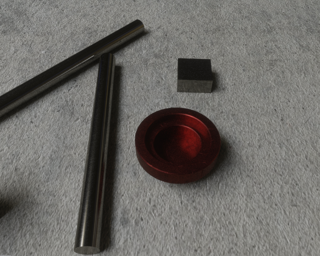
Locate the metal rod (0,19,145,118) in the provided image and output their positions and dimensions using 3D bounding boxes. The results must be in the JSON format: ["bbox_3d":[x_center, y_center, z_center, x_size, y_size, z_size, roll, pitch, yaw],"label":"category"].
[{"bbox_3d":[-0.137,-0.098,0.483,0.025,0.025,0.302,35,58,25],"label":"metal rod"}]

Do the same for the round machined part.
[{"bbox_3d":[0.021,0.025,0.372,0.099,0.042,0.098,0,50,0],"label":"round machined part"}]

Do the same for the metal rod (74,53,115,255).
[{"bbox_3d":[-0.077,0.005,0.398,0.025,0.025,0.300,-2,50,-2],"label":"metal rod"}]

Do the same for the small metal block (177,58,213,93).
[{"bbox_3d":[0.052,-0.080,0.471,0.050,0.025,0.050,2,50,1],"label":"small metal block"}]
